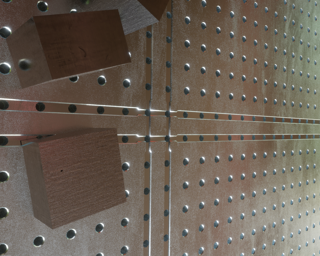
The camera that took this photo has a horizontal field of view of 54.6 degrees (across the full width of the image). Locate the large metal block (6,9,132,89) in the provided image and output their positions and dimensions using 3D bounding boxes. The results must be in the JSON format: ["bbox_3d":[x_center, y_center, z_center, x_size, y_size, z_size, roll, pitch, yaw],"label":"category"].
[{"bbox_3d":[-0.088,-0.075,0.299,0.081,0.080,0.050,-23,105,-38],"label":"large metal block"}]

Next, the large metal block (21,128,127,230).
[{"bbox_3d":[-0.087,0.046,0.319,0.081,0.050,0.080,-12,98,-39],"label":"large metal block"}]

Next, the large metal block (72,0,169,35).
[{"bbox_3d":[-0.045,-0.151,0.335,0.080,0.080,0.050,35,69,-35],"label":"large metal block"}]
